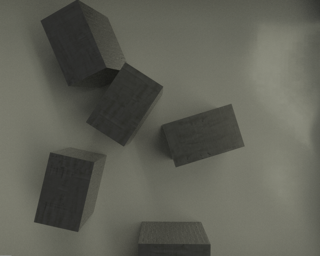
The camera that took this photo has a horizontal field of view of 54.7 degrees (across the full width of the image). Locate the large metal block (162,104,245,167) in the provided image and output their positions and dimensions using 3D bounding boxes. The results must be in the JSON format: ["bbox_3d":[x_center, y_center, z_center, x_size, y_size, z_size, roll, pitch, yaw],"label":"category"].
[{"bbox_3d":[0.049,0.008,0.384,0.080,0.080,0.050,-17,90,0],"label":"large metal block"}]

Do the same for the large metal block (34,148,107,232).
[{"bbox_3d":[-0.106,0.071,0.383,0.050,0.080,0.080,13,90,0],"label":"large metal block"}]

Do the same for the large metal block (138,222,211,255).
[{"bbox_3d":[0.016,0.153,0.384,0.081,0.080,0.050,1,90,0],"label":"large metal block"}]

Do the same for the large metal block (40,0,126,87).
[{"bbox_3d":[-0.086,-0.097,0.378,0.050,0.080,0.080,-23,90,15],"label":"large metal block"}]

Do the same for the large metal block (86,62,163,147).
[{"bbox_3d":[-0.039,-0.027,0.383,0.050,0.080,0.080,33,90,0],"label":"large metal block"}]
